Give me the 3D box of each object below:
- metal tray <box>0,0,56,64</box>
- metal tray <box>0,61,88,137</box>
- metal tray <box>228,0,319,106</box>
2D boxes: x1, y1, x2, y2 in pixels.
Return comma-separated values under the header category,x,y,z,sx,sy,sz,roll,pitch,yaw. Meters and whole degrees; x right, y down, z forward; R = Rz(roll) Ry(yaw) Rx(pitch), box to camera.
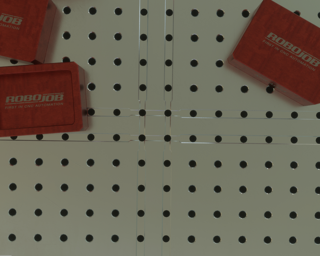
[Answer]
category,x,y,z,sx,sy,sz,roll,pitch,yaw
metal tray,-0.214,-0.141,0.408,0.131,0.030,0.089,13,90,-1
metal tray,-0.167,-0.036,0.408,0.131,0.030,0.089,-4,90,-1
metal tray,0.170,-0.099,0.413,0.130,0.030,0.090,30,90,-1
